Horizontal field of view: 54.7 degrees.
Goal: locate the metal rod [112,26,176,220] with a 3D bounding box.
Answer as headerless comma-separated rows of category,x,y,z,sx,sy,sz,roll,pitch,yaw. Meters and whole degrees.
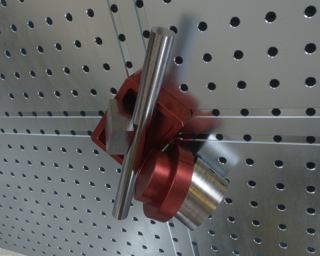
metal rod,-0.030,0.019,0.398,0.025,0.025,0.298,25,127,12

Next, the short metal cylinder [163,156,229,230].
short metal cylinder,0.043,0.083,0.402,0.050,0.080,0.080,40,129,1

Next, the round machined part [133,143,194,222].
round machined part,-0.001,0.064,0.389,0.042,0.098,0.097,24,130,-14

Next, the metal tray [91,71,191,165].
metal tray,-0.030,-0.001,0.421,0.090,0.030,0.129,40,129,0

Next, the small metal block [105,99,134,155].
small metal block,-0.053,-0.001,0.393,0.025,0.050,0.050,2,140,-18
